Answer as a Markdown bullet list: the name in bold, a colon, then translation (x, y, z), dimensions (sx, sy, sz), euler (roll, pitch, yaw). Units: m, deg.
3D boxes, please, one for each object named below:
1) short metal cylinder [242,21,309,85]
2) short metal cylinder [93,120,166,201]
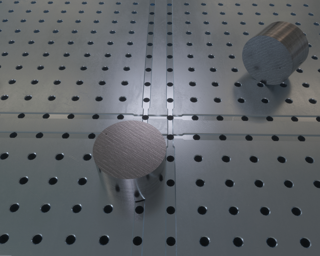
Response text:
- **short metal cylinder**: translation (0.173, -0.112, 0.467), dimensions (0.080, 0.080, 0.050), euler (35, 59, 26)
- **short metal cylinder**: translation (-0.033, 0.037, 0.360), dimensions (0.081, 0.050, 0.080), euler (0, 50, 0)
